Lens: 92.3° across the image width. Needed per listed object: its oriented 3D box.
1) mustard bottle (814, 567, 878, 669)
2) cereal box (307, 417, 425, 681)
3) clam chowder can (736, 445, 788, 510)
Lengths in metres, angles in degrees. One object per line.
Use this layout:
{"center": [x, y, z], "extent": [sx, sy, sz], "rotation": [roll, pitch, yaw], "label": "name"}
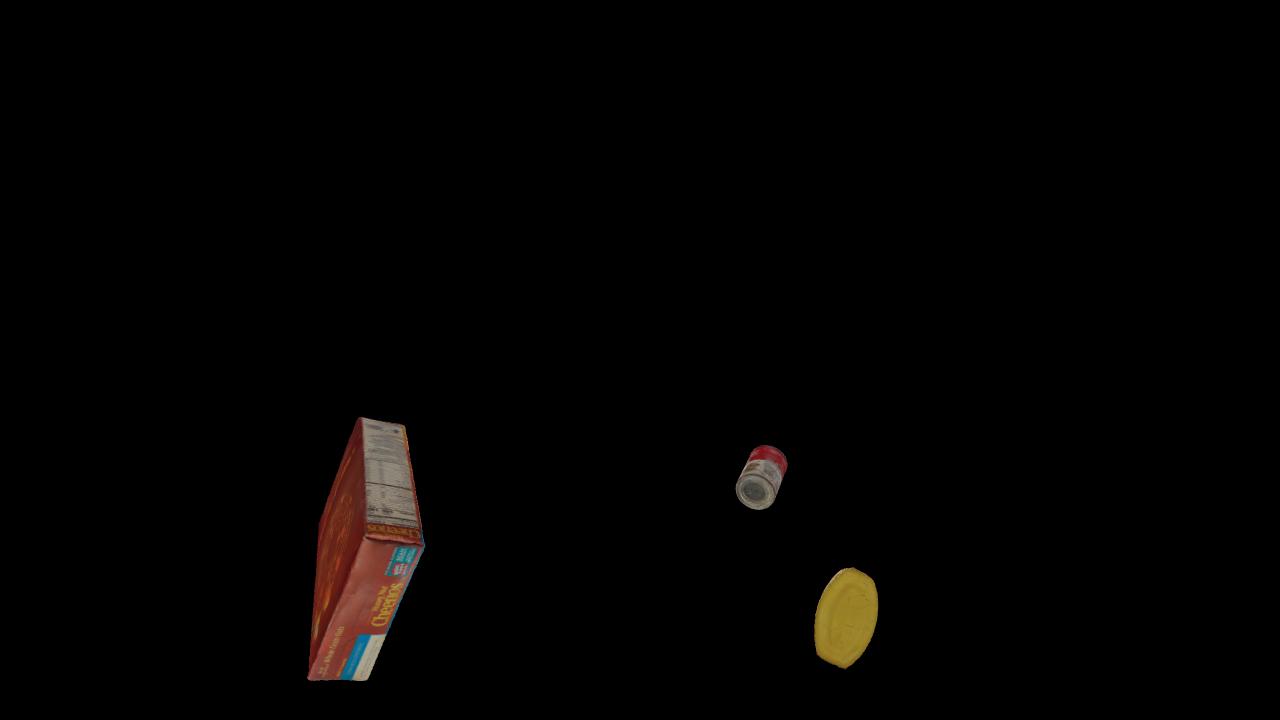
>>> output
{"center": [0.219, 0.269, 0.664], "extent": [0.054, 0.092, 0.184], "rotation": [12, -13, 20], "label": "mustard bottle"}
{"center": [-0.372, 0.236, 0.829], "extent": [0.081, 0.203, 0.306], "rotation": [18, 13, -31], "label": "cereal box"}
{"center": [0.205, 0.197, 1.035], "extent": [0.068, 0.068, 0.102], "rotation": [0, 21, 24], "label": "clam chowder can"}
